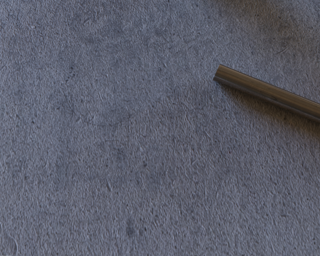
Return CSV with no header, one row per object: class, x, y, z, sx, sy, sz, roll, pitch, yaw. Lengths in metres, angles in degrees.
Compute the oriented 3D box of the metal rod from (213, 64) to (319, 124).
metal rod,0.216,-0.018,0.416,0.301,0.025,0.025,24,72,8
